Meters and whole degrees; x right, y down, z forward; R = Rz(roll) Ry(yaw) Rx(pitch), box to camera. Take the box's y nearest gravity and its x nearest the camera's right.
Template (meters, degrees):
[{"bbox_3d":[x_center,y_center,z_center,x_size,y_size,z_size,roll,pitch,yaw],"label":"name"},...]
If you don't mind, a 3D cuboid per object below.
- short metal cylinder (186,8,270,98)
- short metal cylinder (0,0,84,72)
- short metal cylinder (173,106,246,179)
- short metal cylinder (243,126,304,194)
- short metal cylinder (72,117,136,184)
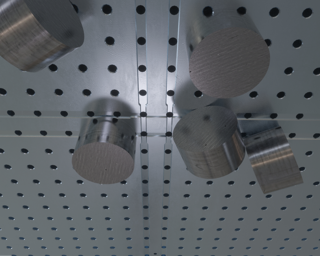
[{"bbox_3d":[0.069,-0.078,0.329,0.081,0.050,0.079,0,130,0],"label":"short metal cylinder"},{"bbox_3d":[-0.118,-0.099,0.290,0.050,0.080,0.080,-25,126,20],"label":"short metal cylinder"},{"bbox_3d":[0.062,0.017,0.390,0.080,0.080,0.050,-16,128,13],"label":"short metal cylinder"},{"bbox_3d":[0.150,0.042,0.413,0.050,0.080,0.080,-21,127,17],"label":"short metal cylinder"},{"bbox_3d":[-0.074,0.031,0.421,0.081,0.050,0.079,0,130,0],"label":"short metal cylinder"}]
